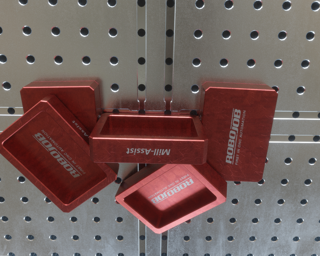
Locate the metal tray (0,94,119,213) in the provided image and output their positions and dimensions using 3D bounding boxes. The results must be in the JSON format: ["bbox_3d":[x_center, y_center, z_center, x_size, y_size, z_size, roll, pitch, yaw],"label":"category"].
[{"bbox_3d":[-0.126,0.035,0.388,0.090,0.030,0.130,-36,107,11],"label":"metal tray"}]

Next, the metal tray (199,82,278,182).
[{"bbox_3d":[0.097,0.007,0.414,0.091,0.030,0.129,3,110,-2],"label":"metal tray"}]

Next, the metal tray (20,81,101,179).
[{"bbox_3d":[-0.124,0.005,0.411,0.091,0.030,0.129,-1,111,0],"label":"metal tray"}]

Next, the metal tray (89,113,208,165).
[{"bbox_3d":[-0.013,0.010,0.381,0.131,0.090,0.030,1,110,-1],"label":"metal tray"}]

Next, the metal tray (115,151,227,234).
[{"bbox_3d":[0.014,0.087,0.423,0.130,0.030,0.090,-37,108,30],"label":"metal tray"}]
